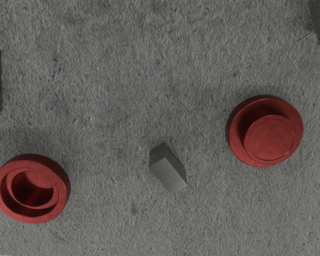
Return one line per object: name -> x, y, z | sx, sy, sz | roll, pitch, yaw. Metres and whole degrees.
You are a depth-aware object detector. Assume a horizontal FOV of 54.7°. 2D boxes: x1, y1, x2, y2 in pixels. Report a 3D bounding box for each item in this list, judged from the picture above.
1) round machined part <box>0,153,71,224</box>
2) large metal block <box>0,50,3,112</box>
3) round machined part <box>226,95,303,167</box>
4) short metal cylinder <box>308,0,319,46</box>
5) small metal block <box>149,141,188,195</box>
round machined part -> -0.173, 0.079, 0.427 | 0.099, 0.042, 0.097 | 0, 110, -1
large metal block -> -0.243, -0.057, 0.372 | 0.081, 0.050, 0.079 | 8, 110, -4
round machined part -> 0.139, 0.009, 0.406 | 0.099, 0.042, 0.097 | 0, 110, -1
short metal cylinder -> 0.210, -0.128, 0.336 | 0.080, 0.080, 0.050 | -23, 109, 8
small metal block -> 0.011, 0.053, 0.416 | 0.025, 0.050, 0.050 | -34, 107, 11
